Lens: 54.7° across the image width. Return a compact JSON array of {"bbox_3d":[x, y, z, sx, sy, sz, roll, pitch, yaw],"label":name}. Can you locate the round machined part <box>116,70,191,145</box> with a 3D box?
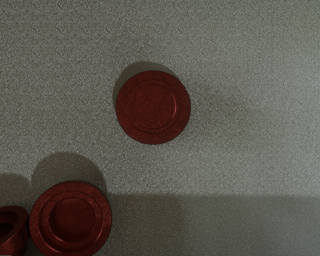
[{"bbox_3d":[-0.009,-0.027,0.403,0.099,0.042,0.097,0,90,0],"label":"round machined part"}]

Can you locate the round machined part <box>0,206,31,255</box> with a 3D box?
[{"bbox_3d":[-0.204,0.142,0.377,0.099,0.098,0.042,-15,112,0],"label":"round machined part"}]

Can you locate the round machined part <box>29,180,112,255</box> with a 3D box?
[{"bbox_3d":[-0.111,0.115,0.398,0.099,0.042,0.097,0,88,-8],"label":"round machined part"}]
